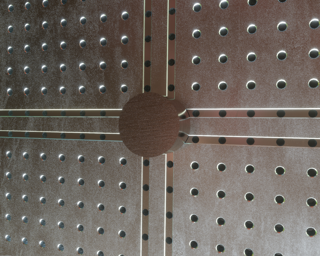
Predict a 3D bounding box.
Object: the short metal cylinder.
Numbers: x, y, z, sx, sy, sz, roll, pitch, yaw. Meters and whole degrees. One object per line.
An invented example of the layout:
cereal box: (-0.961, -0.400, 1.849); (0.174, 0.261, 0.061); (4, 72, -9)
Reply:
short metal cylinder: (-0.006, -0.004, 0.402); (0.080, 0.050, 0.080); (0, 90, 20)
